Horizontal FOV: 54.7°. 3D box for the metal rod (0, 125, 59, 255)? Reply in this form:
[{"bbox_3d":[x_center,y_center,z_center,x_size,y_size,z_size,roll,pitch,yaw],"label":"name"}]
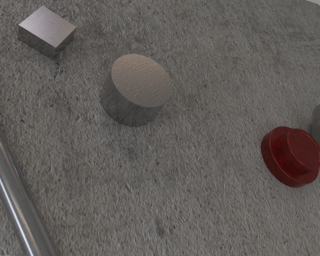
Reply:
[{"bbox_3d":[-0.172,0.002,0.309,0.025,0.025,0.299,-21,73,-36],"label":"metal rod"}]

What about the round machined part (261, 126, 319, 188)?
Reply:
[{"bbox_3d":[0.211,0.040,0.482,0.099,0.042,0.098,14,56,-21],"label":"round machined part"}]

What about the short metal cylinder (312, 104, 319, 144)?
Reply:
[{"bbox_3d":[0.308,-0.004,0.537,0.080,0.080,0.050,30,52,-10],"label":"short metal cylinder"}]

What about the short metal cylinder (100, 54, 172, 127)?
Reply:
[{"bbox_3d":[-0.031,-0.048,0.400,0.081,0.050,0.080,14,56,-21],"label":"short metal cylinder"}]

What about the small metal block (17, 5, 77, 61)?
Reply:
[{"bbox_3d":[-0.145,-0.123,0.401,0.050,0.025,0.050,32,52,-8],"label":"small metal block"}]
